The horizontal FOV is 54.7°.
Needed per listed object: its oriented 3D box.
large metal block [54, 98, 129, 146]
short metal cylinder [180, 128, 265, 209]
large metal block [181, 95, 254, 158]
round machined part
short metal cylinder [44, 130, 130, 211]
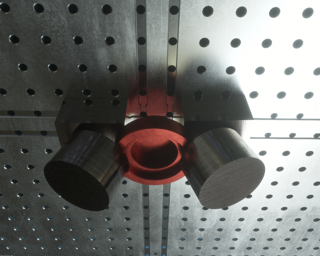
[{"bbox_3d":[-0.082,0.008,0.401,0.081,0.050,0.079,0,130,-1],"label":"large metal block"},{"bbox_3d":[0.070,0.046,0.352,0.081,0.050,0.079,-13,132,-15],"label":"short metal cylinder"},{"bbox_3d":[0.068,0.005,0.400,0.080,0.050,0.079,-1,130,0],"label":"large metal block"},{"bbox_3d":[-0.007,0.023,0.381,0.099,0.042,0.097,0,130,0],"label":"round machined part"},{"bbox_3d":[-0.082,0.049,0.353,0.080,0.050,0.079,14,133,16],"label":"short metal cylinder"}]
